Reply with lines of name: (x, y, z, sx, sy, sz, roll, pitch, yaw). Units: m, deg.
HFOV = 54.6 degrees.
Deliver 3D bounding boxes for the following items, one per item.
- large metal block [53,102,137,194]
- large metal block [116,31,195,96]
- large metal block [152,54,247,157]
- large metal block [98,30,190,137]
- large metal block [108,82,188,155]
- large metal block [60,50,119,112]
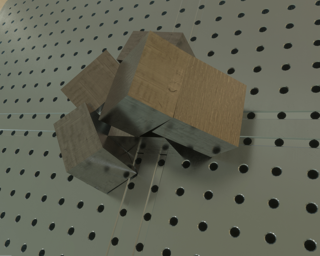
large metal block: (-0.083, 0.027, 0.400, 0.050, 0.080, 0.080, -34, 52, 5)
large metal block: (0.002, -0.085, 0.425, 0.080, 0.080, 0.050, 14, 69, 34)
large metal block: (0.046, -0.023, 0.353, 0.050, 0.080, 0.080, -33, 37, 58)
large metal block: (-0.019, -0.044, 0.341, 0.080, 0.050, 0.080, -28, 41, 56)
large metal block: (-0.010, -0.013, 0.407, 0.080, 0.050, 0.080, 1, 62, 29)
large metal block: (-0.086, -0.061, 0.449, 0.080, 0.080, 0.050, -41, 95, 0)
